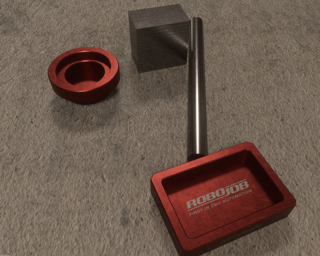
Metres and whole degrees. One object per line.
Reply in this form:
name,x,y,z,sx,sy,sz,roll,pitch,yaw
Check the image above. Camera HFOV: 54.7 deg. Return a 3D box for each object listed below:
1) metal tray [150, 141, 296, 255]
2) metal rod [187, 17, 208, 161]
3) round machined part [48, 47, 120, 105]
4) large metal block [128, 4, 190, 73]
metal tray,0.065,0.074,0.338,0.131,0.030,0.090,-17,52,-15
metal rod,0.056,-0.077,0.468,0.025,0.025,0.300,3,50,2
round machined part,-0.107,-0.072,0.451,0.099,0.042,0.098,0,50,0
large metal block,-0.002,-0.139,0.485,0.081,0.080,0.050,-13,52,-11
